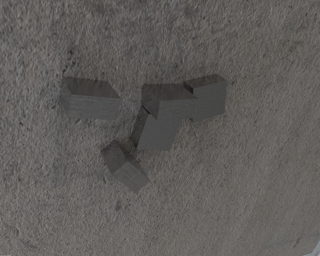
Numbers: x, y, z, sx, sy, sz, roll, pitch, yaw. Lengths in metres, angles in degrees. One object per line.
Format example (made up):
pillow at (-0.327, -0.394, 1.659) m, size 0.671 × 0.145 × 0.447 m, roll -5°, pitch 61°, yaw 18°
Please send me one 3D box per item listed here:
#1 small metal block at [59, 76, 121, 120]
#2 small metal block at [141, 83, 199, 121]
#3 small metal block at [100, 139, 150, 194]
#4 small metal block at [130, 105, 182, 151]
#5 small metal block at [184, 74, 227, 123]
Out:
small metal block at (-0.075, -0.032, 0.330) m, size 0.050 × 0.050 × 0.025 m, roll 2°, pitch 117°, yaw -30°
small metal block at (0.010, -0.033, 0.376) m, size 0.050 × 0.050 × 0.025 m, roll -5°, pitch 121°, yaw -26°
small metal block at (-0.045, 0.049, 0.396) m, size 0.025 × 0.050 × 0.050 m, roll -41°, pitch 130°, yaw 0°
small metal block at (-0.006, 0.001, 0.404) m, size 0.050 × 0.025 × 0.050 m, roll 6°, pitch 115°, yaw -31°
small metal block at (0.060, -0.040, 0.414) m, size 0.050 × 0.025 × 0.050 m, roll -16°, pitch 125°, yaw -19°
